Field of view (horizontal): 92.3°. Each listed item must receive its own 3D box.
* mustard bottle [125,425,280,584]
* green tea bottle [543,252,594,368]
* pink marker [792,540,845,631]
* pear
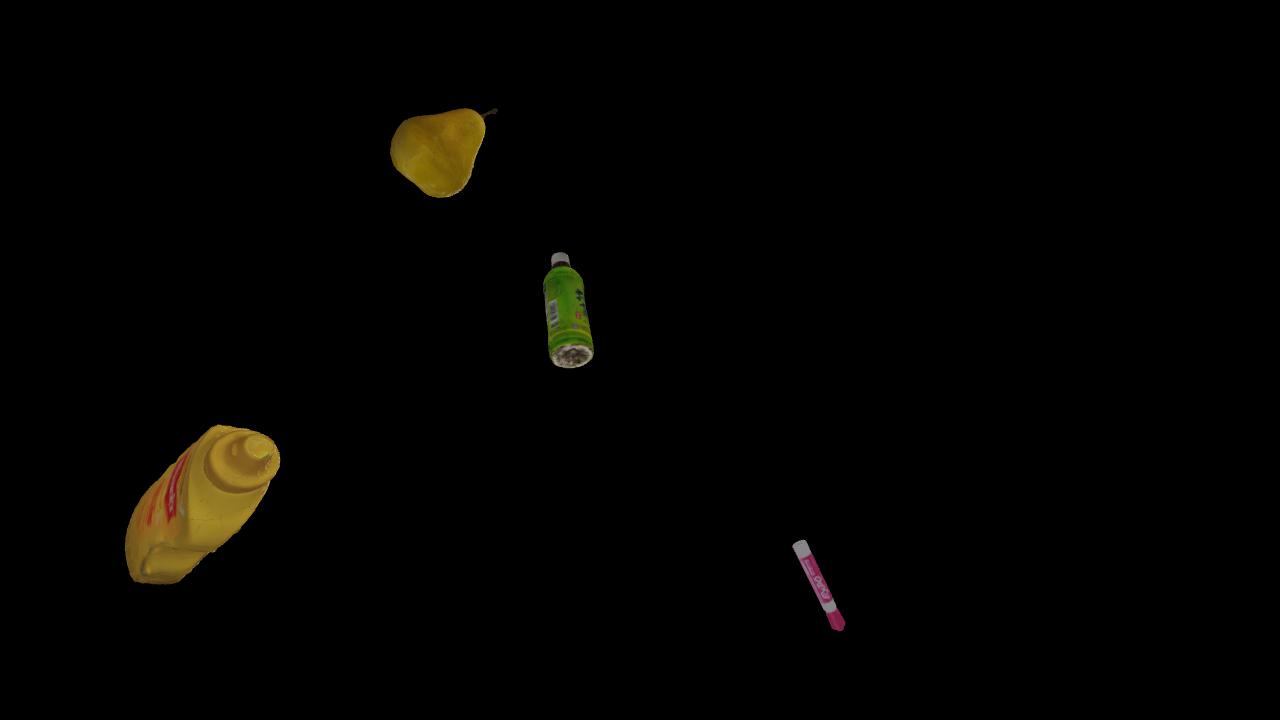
[{"bbox_3d":[-0.313,0.096,0.448,0.184,0.092,0.054,-31,-44,31],"label":"mustard bottle"},{"bbox_3d":[-0.121,-0.090,1.001,0.073,0.212,0.073,-8,-32,-5],"label":"green tea bottle"},{"bbox_3d":[0.226,0.284,0.772,0.020,0.121,0.020,-26,1,0],"label":"pink marker"},{"bbox_3d":[-0.187,-0.215,0.601,0.080,0.111,0.080,42,2,-2],"label":"pear"}]
